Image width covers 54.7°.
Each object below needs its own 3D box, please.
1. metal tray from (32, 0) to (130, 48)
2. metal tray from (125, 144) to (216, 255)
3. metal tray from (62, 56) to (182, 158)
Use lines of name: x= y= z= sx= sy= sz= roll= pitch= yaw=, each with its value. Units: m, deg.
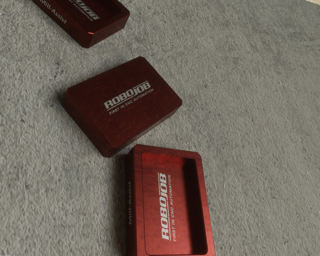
metal tray: x=-0.120 y=-0.184 z=0.447 sx=0.130 sy=0.030 sz=0.090 roll=43 pitch=51 yaw=1
metal tray: x=0.009 y=0.087 z=0.351 sx=0.091 sy=0.030 sz=0.130 roll=10 pitch=58 yaw=-23
metal tray: x=-0.043 y=-0.032 z=0.396 sx=0.090 sy=0.030 sz=0.131 roll=50 pitch=51 yaw=7
